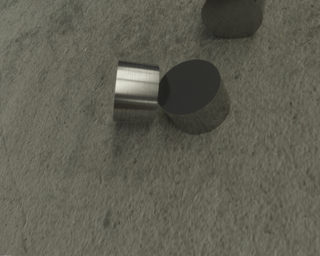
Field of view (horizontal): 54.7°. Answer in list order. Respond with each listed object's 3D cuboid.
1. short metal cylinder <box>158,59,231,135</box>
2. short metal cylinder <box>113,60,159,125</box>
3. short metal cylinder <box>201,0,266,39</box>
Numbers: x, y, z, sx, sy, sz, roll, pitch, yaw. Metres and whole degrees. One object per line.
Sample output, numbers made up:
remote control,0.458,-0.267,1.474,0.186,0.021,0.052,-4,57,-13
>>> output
short metal cylinder,0.043,-0.038,0.388,0.080,0.050,0.080,-13,56,20
short metal cylinder,-0.032,-0.045,0.403,0.050,0.080,0.080,6,59,-8
short metal cylinder,0.100,-0.167,0.418,0.080,0.080,0.050,3,63,29
